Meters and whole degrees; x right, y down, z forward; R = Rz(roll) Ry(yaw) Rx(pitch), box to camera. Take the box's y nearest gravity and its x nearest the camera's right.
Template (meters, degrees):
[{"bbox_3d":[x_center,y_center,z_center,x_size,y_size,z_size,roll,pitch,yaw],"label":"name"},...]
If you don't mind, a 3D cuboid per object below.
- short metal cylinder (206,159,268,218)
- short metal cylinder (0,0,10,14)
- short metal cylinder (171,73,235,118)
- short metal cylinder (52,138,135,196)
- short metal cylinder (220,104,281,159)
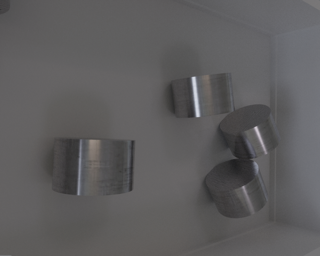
[{"bbox_3d":[0.116,0.089,0.468,0.080,0.080,0.050,-38,114,-33],"label":"short metal cylinder"},{"bbox_3d":[-0.158,-0.126,0.238,0.081,0.080,0.050,4,88,-40],"label":"short metal cylinder"},{"bbox_3d":[0.058,-0.044,0.419,0.081,0.080,0.050,-13,98,-39],"label":"short metal cylinder"},{"bbox_3d":[-0.066,0.036,0.315,0.081,0.080,0.050,3,88,-40],"label":"short metal cylinder"},{"bbox_3d":[0.142,0.005,0.490,0.080,0.080,0.050,-42,116,-32],"label":"short metal cylinder"}]
